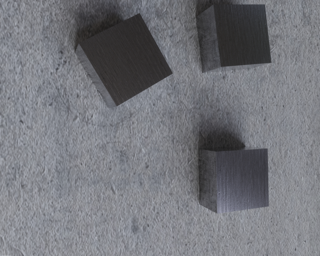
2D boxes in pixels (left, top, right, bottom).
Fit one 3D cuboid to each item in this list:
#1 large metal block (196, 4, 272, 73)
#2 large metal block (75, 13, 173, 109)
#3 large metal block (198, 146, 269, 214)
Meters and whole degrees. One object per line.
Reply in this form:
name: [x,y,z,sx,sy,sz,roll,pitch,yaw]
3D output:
large metal block: [0.102,-0.124,0.433,0.081,0.050,0.080,-9,93,-20]
large metal block: [-0.045,-0.079,0.379,0.080,0.050,0.080,-33,101,-17]
large metal block: [0.102,0.069,0.433,0.081,0.050,0.080,-2,91,-20]
